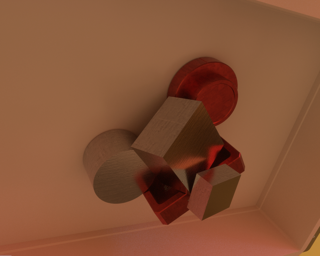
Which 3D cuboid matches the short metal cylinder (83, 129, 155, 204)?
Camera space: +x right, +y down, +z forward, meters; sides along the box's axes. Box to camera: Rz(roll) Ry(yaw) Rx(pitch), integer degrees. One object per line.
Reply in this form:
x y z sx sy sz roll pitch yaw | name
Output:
-0.051 0.048 0.393 0.081 0.050 0.079 -14 125 -21 | short metal cylinder

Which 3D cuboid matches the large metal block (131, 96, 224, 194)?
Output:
0.025 0.021 0.372 0.080 0.050 0.080 -54 133 -22 | large metal block

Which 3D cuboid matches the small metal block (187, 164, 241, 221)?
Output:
0.064 0.075 0.366 0.050 0.025 0.050 -11 124 -39 | small metal block

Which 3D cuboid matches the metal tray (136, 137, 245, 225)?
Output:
0.036 0.058 0.421 0.131 0.090 0.030 -33 128 -7 | metal tray

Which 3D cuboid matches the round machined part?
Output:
0.062 -0.040 0.407 0.099 0.042 0.097 -14 125 -21 | round machined part
